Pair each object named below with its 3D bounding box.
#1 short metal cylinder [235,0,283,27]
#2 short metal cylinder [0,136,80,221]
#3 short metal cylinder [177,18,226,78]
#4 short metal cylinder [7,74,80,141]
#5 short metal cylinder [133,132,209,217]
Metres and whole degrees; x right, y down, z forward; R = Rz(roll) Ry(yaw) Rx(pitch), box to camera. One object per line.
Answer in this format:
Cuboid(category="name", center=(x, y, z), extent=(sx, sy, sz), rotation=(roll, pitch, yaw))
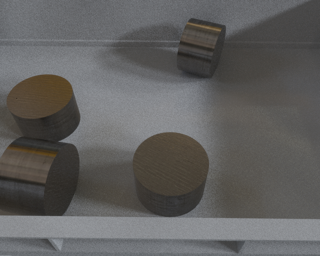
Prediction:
Cuboid(category="short metal cylinder", center=(0.189, -0.236, 0.591), extent=(0.081, 0.050, 0.080), rotation=(0, 50, 0))
Cuboid(category="short metal cylinder", center=(-0.125, 0.052, 0.325), extent=(0.050, 0.080, 0.080), rotation=(9, 51, 7))
Cuboid(category="short metal cylinder", center=(0.064, -0.121, 0.471), extent=(0.050, 0.080, 0.080), rotation=(18, 52, 14))
Cuboid(category="short metal cylinder", center=(-0.151, -0.026, 0.409), extent=(0.080, 0.050, 0.080), rotation=(0, 50, 0))
Cuboid(category="short metal cylinder", center=(0.012, 0.051, 0.346), extent=(0.080, 0.050, 0.080), rotation=(0, 50, 0))
